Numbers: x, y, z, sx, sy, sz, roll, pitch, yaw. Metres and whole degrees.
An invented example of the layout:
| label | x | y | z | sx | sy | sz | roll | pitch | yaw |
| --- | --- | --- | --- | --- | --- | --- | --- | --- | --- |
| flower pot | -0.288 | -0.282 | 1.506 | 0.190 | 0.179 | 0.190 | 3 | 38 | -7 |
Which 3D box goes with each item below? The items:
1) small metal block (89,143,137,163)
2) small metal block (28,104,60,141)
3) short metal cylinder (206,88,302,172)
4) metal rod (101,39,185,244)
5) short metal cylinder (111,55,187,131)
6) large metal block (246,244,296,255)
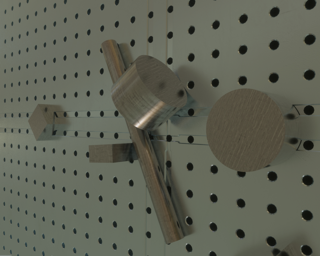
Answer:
| label | x | y | z | sx | sy | sz | roll | pitch | yaw |
| --- | --- | --- | --- | --- | --- | --- | --- | --- | --- |
| small metal block | -0.066 | 0.036 | 0.448 | 0.050 | 0.050 | 0.025 | -5 | 87 | 40 |
| small metal block | -0.224 | -0.011 | 0.595 | 0.050 | 0.025 | 0.050 | -47 | 62 | 29 |
| short metal cylinder | 0.095 | 0.002 | 0.315 | 0.080 | 0.050 | 0.080 | 0 | 90 | 40 |
| metal rod | -0.029 | 0.008 | 0.433 | 0.025 | 0.025 | 0.299 | -31 | 71 | 36 |
| short metal cylinder | -0.013 | -0.043 | 0.384 | 0.050 | 0.081 | 0.080 | -41 | 65 | 32 |
| large metal block | 0.104 | 0.172 | 0.308 | 0.080 | 0.050 | 0.080 | -35 | 69 | 34 |
